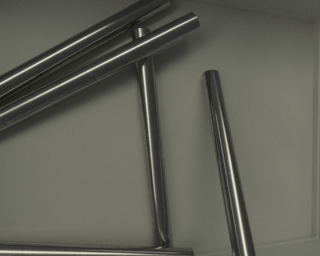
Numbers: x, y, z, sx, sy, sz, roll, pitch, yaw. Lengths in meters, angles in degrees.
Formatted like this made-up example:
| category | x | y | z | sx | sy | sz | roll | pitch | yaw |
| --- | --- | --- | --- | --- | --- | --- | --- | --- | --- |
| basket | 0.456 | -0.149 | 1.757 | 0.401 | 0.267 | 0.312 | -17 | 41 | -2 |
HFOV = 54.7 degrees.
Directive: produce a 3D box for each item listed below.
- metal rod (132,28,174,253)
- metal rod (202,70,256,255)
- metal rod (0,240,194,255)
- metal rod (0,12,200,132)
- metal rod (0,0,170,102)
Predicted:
| category | x | y | z | sx | sy | sz | roll | pitch | yaw |
| --- | --- | --- | --- | --- | --- | --- | --- | --- | --- |
| metal rod | -0.009 | 0.022 | 0.408 | 0.025 | 0.025 | 0.298 | -7 | 93 | -20 |
| metal rod | 0.085 | 0.059 | 0.377 | 0.025 | 0.025 | 0.299 | 5 | 63 | -20 |
| metal rod | -0.105 | 0.146 | 0.357 | 0.302 | 0.025 | 0.025 | 8 | 87 | -15 |
| metal rod | -0.085 | -0.061 | 0.361 | 0.302 | 0.025 | 0.025 | -30 | 100 | -11 |
| metal rod | -0.112 | -0.090 | 0.369 | 0.301 | 0.025 | 0.025 | -35 | 102 | -17 |
